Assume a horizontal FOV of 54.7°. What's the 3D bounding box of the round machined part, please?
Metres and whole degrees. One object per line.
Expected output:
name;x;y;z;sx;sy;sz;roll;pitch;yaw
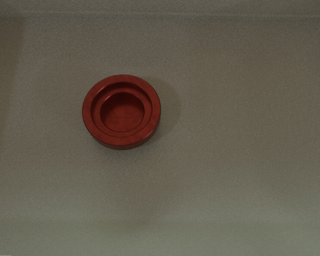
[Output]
round machined part;-0.048;-0.017;0.406;0.099;0.042;0.098;0;70;-1
